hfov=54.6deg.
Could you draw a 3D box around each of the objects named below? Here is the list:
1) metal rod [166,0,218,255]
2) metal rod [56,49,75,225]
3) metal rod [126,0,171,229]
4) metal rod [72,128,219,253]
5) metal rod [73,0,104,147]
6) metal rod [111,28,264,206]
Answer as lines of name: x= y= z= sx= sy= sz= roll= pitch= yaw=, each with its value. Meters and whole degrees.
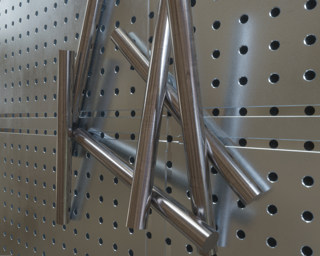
metal rod: x=0.036 y=-0.002 z=0.339 sx=0.025 sy=0.025 sz=0.298 roll=1 pitch=103 yaw=40
metal rod: x=-0.160 y=0.023 z=0.519 sx=0.025 sy=0.025 sz=0.298 roll=17 pitch=108 yaw=39
metal rod: x=-0.007 y=-0.033 z=0.378 sx=0.025 sy=0.025 sz=0.299 roll=0 pitch=79 yaw=40
metal rod: x=-0.042 y=0.064 z=0.420 sx=0.300 sy=0.025 sz=0.025 roll=29 pitch=109 yaw=44
metal rod: x=-0.133 y=-0.091 z=0.520 sx=0.025 sy=0.025 sz=0.298 roll=24 pitch=105 yaw=37
metal rod: x=0.019 y=-0.032 z=0.394 sx=0.025 sy=0.025 sz=0.300 roll=-52 pitch=60 yaw=27
